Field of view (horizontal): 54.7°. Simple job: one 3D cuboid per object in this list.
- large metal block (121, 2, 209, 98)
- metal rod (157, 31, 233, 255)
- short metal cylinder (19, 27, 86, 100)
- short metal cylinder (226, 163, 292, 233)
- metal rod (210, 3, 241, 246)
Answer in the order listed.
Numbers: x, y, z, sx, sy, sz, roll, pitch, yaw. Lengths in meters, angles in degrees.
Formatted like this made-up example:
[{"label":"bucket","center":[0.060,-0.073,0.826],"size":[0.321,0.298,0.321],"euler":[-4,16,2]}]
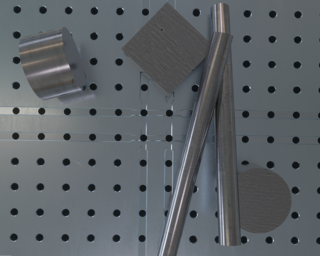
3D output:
[{"label":"large metal block","center":[0.010,-0.097,0.401],"size":[0.080,0.050,0.080],"euler":[44,90,0]},{"label":"metal rod","center":[0.041,0.033,0.388],"size":[0.025,0.025,0.298],"euler":[13,100,0]},{"label":"short metal cylinder","center":[-0.130,-0.079,0.385],"size":[0.050,0.080,0.080],"euler":[-14,90,0]},{"label":"short metal cylinder","center":[0.120,0.089,0.402],"size":[0.081,0.050,0.079],"euler":[0,90,0]},{"label":"metal rod","center":[0.080,-0.014,0.383],"size":[0.025,0.025,0.299],"euler":[0,78,0]}]
